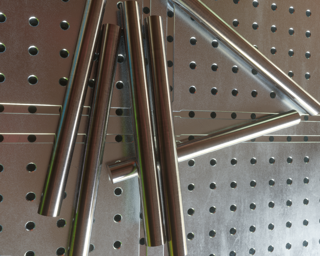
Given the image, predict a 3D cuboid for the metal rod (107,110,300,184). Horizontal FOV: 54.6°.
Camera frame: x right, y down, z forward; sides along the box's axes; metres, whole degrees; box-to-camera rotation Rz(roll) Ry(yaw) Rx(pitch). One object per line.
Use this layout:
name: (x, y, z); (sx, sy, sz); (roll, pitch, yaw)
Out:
metal rod: (0.075, 0.021, 0.439); (0.302, 0.025, 0.025); (-15, 95, -19)

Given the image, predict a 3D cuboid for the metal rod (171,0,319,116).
metal rod: (0.133, -0.110, 0.460); (0.301, 0.025, 0.025); (34, 79, -17)

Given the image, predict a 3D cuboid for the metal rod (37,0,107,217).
metal rod: (-0.101, -0.045, 0.375); (0.025, 0.025, 0.299); (13, 86, -20)

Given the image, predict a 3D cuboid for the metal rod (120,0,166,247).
metal rod: (-0.022, -0.010, 0.384); (0.025, 0.025, 0.299); (-5, 84, -20)

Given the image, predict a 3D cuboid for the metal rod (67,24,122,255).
metal rod: (-0.081, 0.021, 0.382); (0.025, 0.025, 0.299); (9, 87, -20)

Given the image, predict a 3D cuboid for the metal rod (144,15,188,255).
metal rod: (0.006, 0.005, 0.392); (0.025, 0.025, 0.299); (-3, 83, -20)
